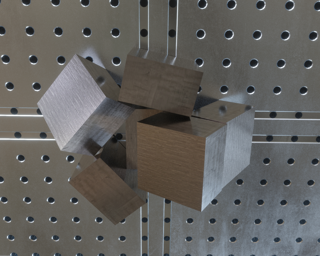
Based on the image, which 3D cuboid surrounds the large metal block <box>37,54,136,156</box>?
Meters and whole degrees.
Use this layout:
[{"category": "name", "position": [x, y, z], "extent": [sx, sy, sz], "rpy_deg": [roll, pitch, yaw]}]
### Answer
[{"category": "large metal block", "position": [-0.089, -0.026, 0.367], "extent": [0.080, 0.080, 0.050], "rpy_deg": [-47, 148, 15]}]

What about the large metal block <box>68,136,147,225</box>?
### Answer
[{"category": "large metal block", "position": [-0.062, 0.063, 0.405], "extent": [0.050, 0.080, 0.080], "rpy_deg": [-38, 106, 12]}]

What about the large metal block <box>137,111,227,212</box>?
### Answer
[{"category": "large metal block", "position": [0.023, 0.032, 0.338], "extent": [0.080, 0.050, 0.079], "rpy_deg": [13, 113, 31]}]

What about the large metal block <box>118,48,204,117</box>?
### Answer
[{"category": "large metal block", "position": [0.001, -0.057, 0.363], "extent": [0.080, 0.080, 0.050], "rpy_deg": [12, 110, -4]}]

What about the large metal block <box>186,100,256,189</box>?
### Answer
[{"category": "large metal block", "position": [0.074, 0.016, 0.382], "extent": [0.050, 0.081, 0.079], "rpy_deg": [14, 114, 35]}]

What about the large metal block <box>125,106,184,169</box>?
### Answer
[{"category": "large metal block", "position": [-0.001, 0.007, 0.402], "extent": [0.080, 0.050, 0.079], "rpy_deg": [1, 110, -1]}]
